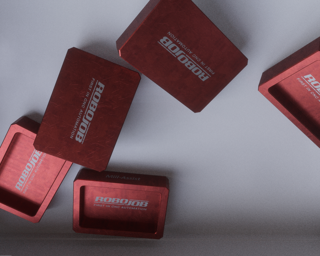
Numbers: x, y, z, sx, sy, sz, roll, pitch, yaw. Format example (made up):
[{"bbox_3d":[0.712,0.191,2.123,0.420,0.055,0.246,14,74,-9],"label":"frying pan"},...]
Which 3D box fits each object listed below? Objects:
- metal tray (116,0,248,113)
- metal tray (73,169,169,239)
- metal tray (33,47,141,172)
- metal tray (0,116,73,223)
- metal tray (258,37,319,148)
[{"bbox_3d":[0.027,-0.086,0.356,0.130,0.030,0.090,34,108,-32],"label":"metal tray"},{"bbox_3d":[-0.056,0.111,0.448,0.131,0.030,0.089,6,110,-3],"label":"metal tray"},{"bbox_3d":[-0.088,-0.022,0.382,0.091,0.030,0.129,21,94,-8],"label":"metal tray"},{"bbox_3d":[-0.180,0.060,0.428,0.090,0.030,0.129,29,107,-11],"label":"metal tray"},{"bbox_3d":[0.196,-0.036,0.372,0.130,0.030,0.090,39,142,-13],"label":"metal tray"}]
